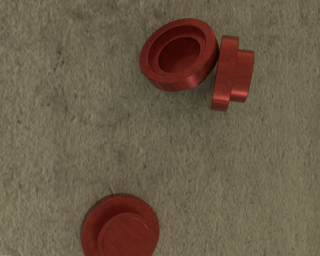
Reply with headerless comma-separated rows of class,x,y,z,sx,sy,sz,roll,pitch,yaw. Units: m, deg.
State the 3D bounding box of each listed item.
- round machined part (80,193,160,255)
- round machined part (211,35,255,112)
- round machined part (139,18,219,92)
round machined part,-0.046,0.134,0.384,0.099,0.042,0.097,0,90,-21
round machined part,0.094,-0.069,0.403,0.042,0.098,0.097,9,87,9
round machined part,0.027,-0.087,0.392,0.098,0.098,0.042,-58,145,-11
